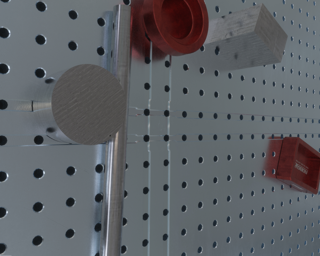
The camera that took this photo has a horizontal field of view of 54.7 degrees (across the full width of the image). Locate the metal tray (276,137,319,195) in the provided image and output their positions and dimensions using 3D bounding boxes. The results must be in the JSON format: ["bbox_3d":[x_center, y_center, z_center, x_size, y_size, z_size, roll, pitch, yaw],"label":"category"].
[{"bbox_3d":[0.299,0.081,0.657,0.131,0.030,0.090,27,73,-37],"label":"metal tray"}]

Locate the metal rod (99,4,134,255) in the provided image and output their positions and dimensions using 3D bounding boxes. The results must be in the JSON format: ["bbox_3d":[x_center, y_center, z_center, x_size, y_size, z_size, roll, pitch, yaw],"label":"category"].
[{"bbox_3d":[-0.051,0.006,0.366,0.025,0.025,0.298,5,87,-40],"label":"metal rod"}]

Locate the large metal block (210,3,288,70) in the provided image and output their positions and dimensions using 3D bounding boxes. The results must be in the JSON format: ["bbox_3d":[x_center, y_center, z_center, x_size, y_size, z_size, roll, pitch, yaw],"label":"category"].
[{"bbox_3d":[0.141,-0.141,0.491,0.080,0.080,0.050,31,71,-36],"label":"large metal block"}]

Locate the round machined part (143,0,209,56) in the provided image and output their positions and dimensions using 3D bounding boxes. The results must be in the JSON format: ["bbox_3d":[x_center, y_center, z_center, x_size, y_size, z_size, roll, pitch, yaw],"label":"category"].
[{"bbox_3d":[0.016,-0.144,0.411,0.099,0.042,0.097,0,90,-40],"label":"round machined part"}]

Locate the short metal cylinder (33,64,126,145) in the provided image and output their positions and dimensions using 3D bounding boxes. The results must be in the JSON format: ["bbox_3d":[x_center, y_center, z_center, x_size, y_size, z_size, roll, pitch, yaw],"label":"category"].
[{"bbox_3d":[-0.083,-0.023,0.323,0.081,0.050,0.079,0,90,-40],"label":"short metal cylinder"}]
